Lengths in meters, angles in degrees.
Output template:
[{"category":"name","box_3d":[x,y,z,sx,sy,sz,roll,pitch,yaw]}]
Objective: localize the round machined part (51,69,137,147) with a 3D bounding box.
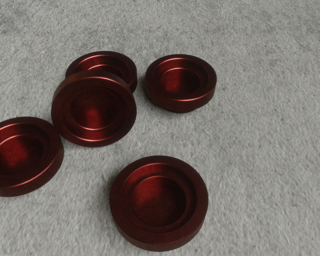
[{"category":"round machined part","box_3d":[-0.080,-0.027,0.380,0.099,0.097,0.042,-10,36,-9]}]

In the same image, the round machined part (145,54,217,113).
[{"category":"round machined part","box_3d":[0.029,-0.059,0.442,0.099,0.042,0.098,0,50,0]}]

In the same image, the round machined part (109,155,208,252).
[{"category":"round machined part","box_3d":[-0.001,0.080,0.325,0.099,0.042,0.098,0,50,0]}]

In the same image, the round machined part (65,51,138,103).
[{"category":"round machined part","box_3d":[-0.081,-0.064,0.445,0.099,0.042,0.098,0,50,0]}]

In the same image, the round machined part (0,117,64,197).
[{"category":"round machined part","box_3d":[-0.161,0.036,0.360,0.099,0.042,0.098,0,50,0]}]
